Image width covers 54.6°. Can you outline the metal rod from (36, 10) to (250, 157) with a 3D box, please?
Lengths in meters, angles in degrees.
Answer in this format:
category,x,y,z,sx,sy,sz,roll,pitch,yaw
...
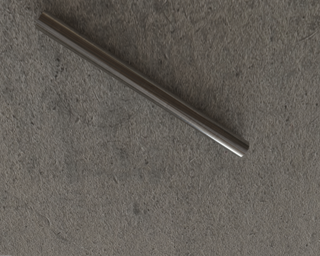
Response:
category,x,y,z,sx,sy,sz,roll,pitch,yaw
metal rod,-0.012,-0.049,0.391,0.301,0.025,0.025,32,107,-11
